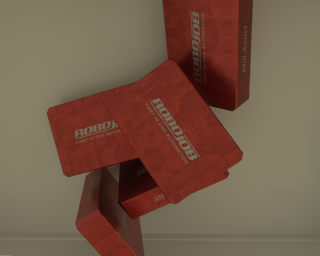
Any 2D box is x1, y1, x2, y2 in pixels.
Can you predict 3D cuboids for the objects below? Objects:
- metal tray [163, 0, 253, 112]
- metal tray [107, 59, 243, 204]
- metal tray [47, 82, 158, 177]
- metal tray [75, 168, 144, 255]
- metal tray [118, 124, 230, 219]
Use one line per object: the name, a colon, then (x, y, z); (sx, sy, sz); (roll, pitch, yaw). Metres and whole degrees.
metal tray: (0.051, -0.090, 0.338); (0.090, 0.030, 0.129); (18, 128, 37)
metal tray: (0.015, 0.003, 0.335); (0.090, 0.030, 0.130); (-35, 80, 6)
metal tray: (-0.066, 0.002, 0.392); (0.131, 0.030, 0.090); (-16, 88, 5)
metal tray: (-0.061, 0.111, 0.394); (0.030, 0.130, 0.090); (-34, 107, 2)
metal tray: (0.012, 0.051, 0.393); (0.130, 0.090, 0.030); (-26, 118, 8)
